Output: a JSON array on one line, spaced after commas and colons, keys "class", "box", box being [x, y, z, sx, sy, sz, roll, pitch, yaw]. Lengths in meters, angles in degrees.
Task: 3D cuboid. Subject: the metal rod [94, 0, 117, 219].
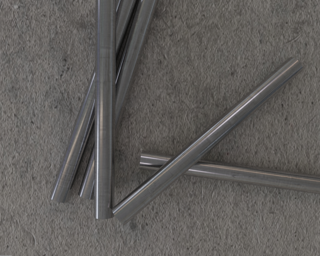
[{"class": "metal rod", "box": [-0.068, -0.040, 0.383, 0.025, 0.025, 0.298, 1, 90, 0]}]

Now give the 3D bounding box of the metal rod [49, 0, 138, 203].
[{"class": "metal rod", "box": [-0.084, -0.047, 0.409, 0.025, 0.025, 0.299, 19, 90, 0]}]

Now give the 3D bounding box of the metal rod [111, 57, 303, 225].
[{"class": "metal rod", "box": [0.065, 0.011, 0.391, 0.301, 0.025, 0.025, -40, 90, -8]}]

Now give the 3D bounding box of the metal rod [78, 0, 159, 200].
[{"class": "metal rod", "box": [-0.051, -0.052, 0.409, 0.025, 0.025, 0.298, 17, 90, 0]}]

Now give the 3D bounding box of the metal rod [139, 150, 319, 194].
[{"class": "metal rod", "box": [0.124, 0.063, 0.410, 0.302, 0.025, 0.025, 8, 90, 0]}]
